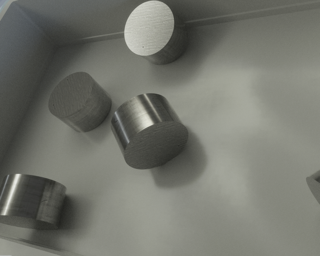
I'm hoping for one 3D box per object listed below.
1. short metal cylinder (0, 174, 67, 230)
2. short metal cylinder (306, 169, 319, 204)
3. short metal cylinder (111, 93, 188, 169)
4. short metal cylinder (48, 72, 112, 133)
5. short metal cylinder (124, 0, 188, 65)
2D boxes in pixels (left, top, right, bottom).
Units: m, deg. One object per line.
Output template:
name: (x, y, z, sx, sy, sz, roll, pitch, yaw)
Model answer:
short metal cylinder: (-0.166, 0.097, 0.399, 0.080, 0.080, 0.050, -8, 58, 24)
short metal cylinder: (0.166, 0.059, 0.247, 0.050, 0.080, 0.080, -35, 51, 5)
short metal cylinder: (-0.013, 0.005, 0.374, 0.080, 0.080, 0.050, -35, 51, 5)
short metal cylinder: (-0.123, -0.040, 0.479, 0.080, 0.050, 0.080, -13, 56, 21)
short metal cylinder: (-0.005, -0.139, 0.460, 0.080, 0.050, 0.080, -3, 84, 26)
